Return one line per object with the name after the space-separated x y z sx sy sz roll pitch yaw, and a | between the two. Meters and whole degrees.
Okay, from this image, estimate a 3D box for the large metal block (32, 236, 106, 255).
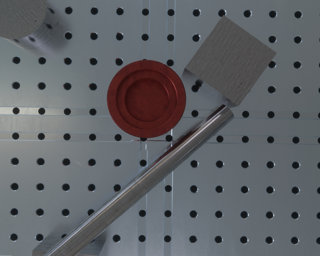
-0.117 0.191 0.400 0.081 0.050 0.079 5 90 0 | large metal block

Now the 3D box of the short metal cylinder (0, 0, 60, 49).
-0.177 -0.147 0.399 0.081 0.050 0.079 0 90 0 | short metal cylinder

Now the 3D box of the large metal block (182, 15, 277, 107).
0.086 -0.082 0.402 0.080 0.050 0.080 36 90 0 | large metal block

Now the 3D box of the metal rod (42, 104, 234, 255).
-0.024 0.072 0.386 0.301 0.025 0.025 -39 90 -11 | metal rod

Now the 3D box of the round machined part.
-0.017 -0.036 0.405 0.099 0.042 0.097 0 90 0 | round machined part
